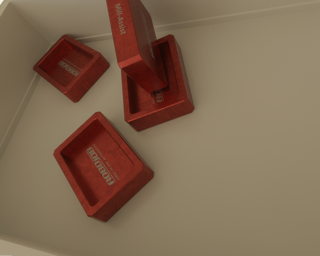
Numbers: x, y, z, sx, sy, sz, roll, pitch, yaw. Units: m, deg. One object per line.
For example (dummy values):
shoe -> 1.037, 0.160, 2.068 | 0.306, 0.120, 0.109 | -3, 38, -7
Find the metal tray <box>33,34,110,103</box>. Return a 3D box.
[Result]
metal tray -> -0.160, -0.109, 0.550 | 0.130, 0.030, 0.090 | 34, 80, 38

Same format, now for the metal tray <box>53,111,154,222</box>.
metal tray -> -0.079, 0.047, 0.413 | 0.090, 0.030, 0.130 | -43, 51, -2

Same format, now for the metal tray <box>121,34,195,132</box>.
metal tray -> -0.008, -0.067, 0.446 | 0.090, 0.030, 0.130 | -20, 54, 16

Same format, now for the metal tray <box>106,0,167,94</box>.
metal tray -> -0.031, -0.122, 0.419 | 0.030, 0.090, 0.130 | -19, 68, 17
